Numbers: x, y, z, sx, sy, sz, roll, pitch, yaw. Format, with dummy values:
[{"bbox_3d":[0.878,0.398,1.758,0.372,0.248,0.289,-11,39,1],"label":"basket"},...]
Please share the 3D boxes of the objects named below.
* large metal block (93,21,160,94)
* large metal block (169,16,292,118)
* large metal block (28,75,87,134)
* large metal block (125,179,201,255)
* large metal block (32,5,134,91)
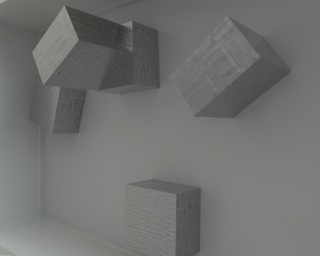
[{"bbox_3d":[-0.048,-0.092,0.428,0.080,0.050,0.079,-3,88,39],"label":"large metal block"},{"bbox_3d":[0.071,-0.054,0.311,0.080,0.081,0.050,-43,64,31],"label":"large metal block"},{"bbox_3d":[-0.178,-0.041,0.534,0.080,0.050,0.079,23,104,37],"label":"large metal block"},{"bbox_3d":[0.003,0.112,0.387,0.080,0.050,0.079,1,91,39],"label":"large metal block"},{"bbox_3d":[-0.095,-0.092,0.382,0.080,0.081,0.050,-38,67,33],"label":"large metal block"}]
